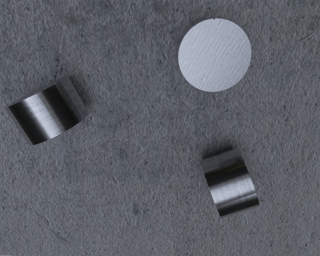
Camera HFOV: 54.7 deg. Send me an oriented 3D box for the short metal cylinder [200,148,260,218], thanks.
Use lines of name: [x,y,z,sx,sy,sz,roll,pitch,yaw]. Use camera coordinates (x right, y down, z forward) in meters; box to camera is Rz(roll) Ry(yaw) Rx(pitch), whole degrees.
short metal cylinder: [0.091,0.072,0.408,0.050,0.080,0.080,-20,109,7]

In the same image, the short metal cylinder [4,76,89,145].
short metal cylinder: [-0.134,-0.022,0.371,0.080,0.080,0.050,-23,109,8]

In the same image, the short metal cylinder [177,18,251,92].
short metal cylinder: [0.060,-0.087,0.365,0.081,0.050,0.079,0,110,0]
